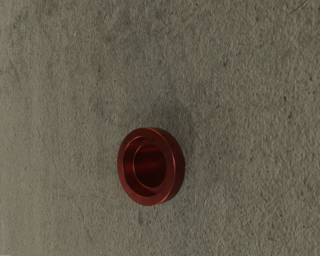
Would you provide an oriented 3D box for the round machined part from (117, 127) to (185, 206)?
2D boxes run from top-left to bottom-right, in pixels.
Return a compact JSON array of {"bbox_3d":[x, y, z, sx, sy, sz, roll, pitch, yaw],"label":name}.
[{"bbox_3d":[-0.007,0.048,0.401,0.098,0.042,0.097,0,90,40],"label":"round machined part"}]
